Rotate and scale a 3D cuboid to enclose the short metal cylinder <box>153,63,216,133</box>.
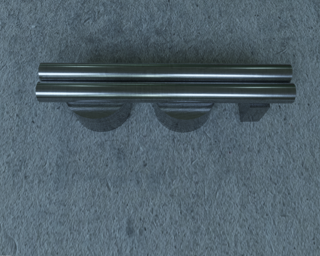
[{"bbox_3d":[0.031,-0.039,0.411,0.081,0.050,0.080,0,70,0],"label":"short metal cylinder"}]

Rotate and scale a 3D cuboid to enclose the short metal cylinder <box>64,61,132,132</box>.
[{"bbox_3d":[-0.079,-0.040,0.409,0.081,0.050,0.080,0,70,0],"label":"short metal cylinder"}]

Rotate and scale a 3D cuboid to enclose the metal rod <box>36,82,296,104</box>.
[{"bbox_3d":[0.007,-0.042,0.371,0.302,0.025,0.025,0,70,0],"label":"metal rod"}]

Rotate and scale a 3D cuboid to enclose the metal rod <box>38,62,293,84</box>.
[{"bbox_3d":[0.007,-0.067,0.380,0.302,0.025,0.025,0,70,0],"label":"metal rod"}]

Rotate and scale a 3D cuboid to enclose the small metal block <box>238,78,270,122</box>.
[{"bbox_3d":[0.122,-0.040,0.413,0.025,0.050,0.050,-1,70,-1],"label":"small metal block"}]
